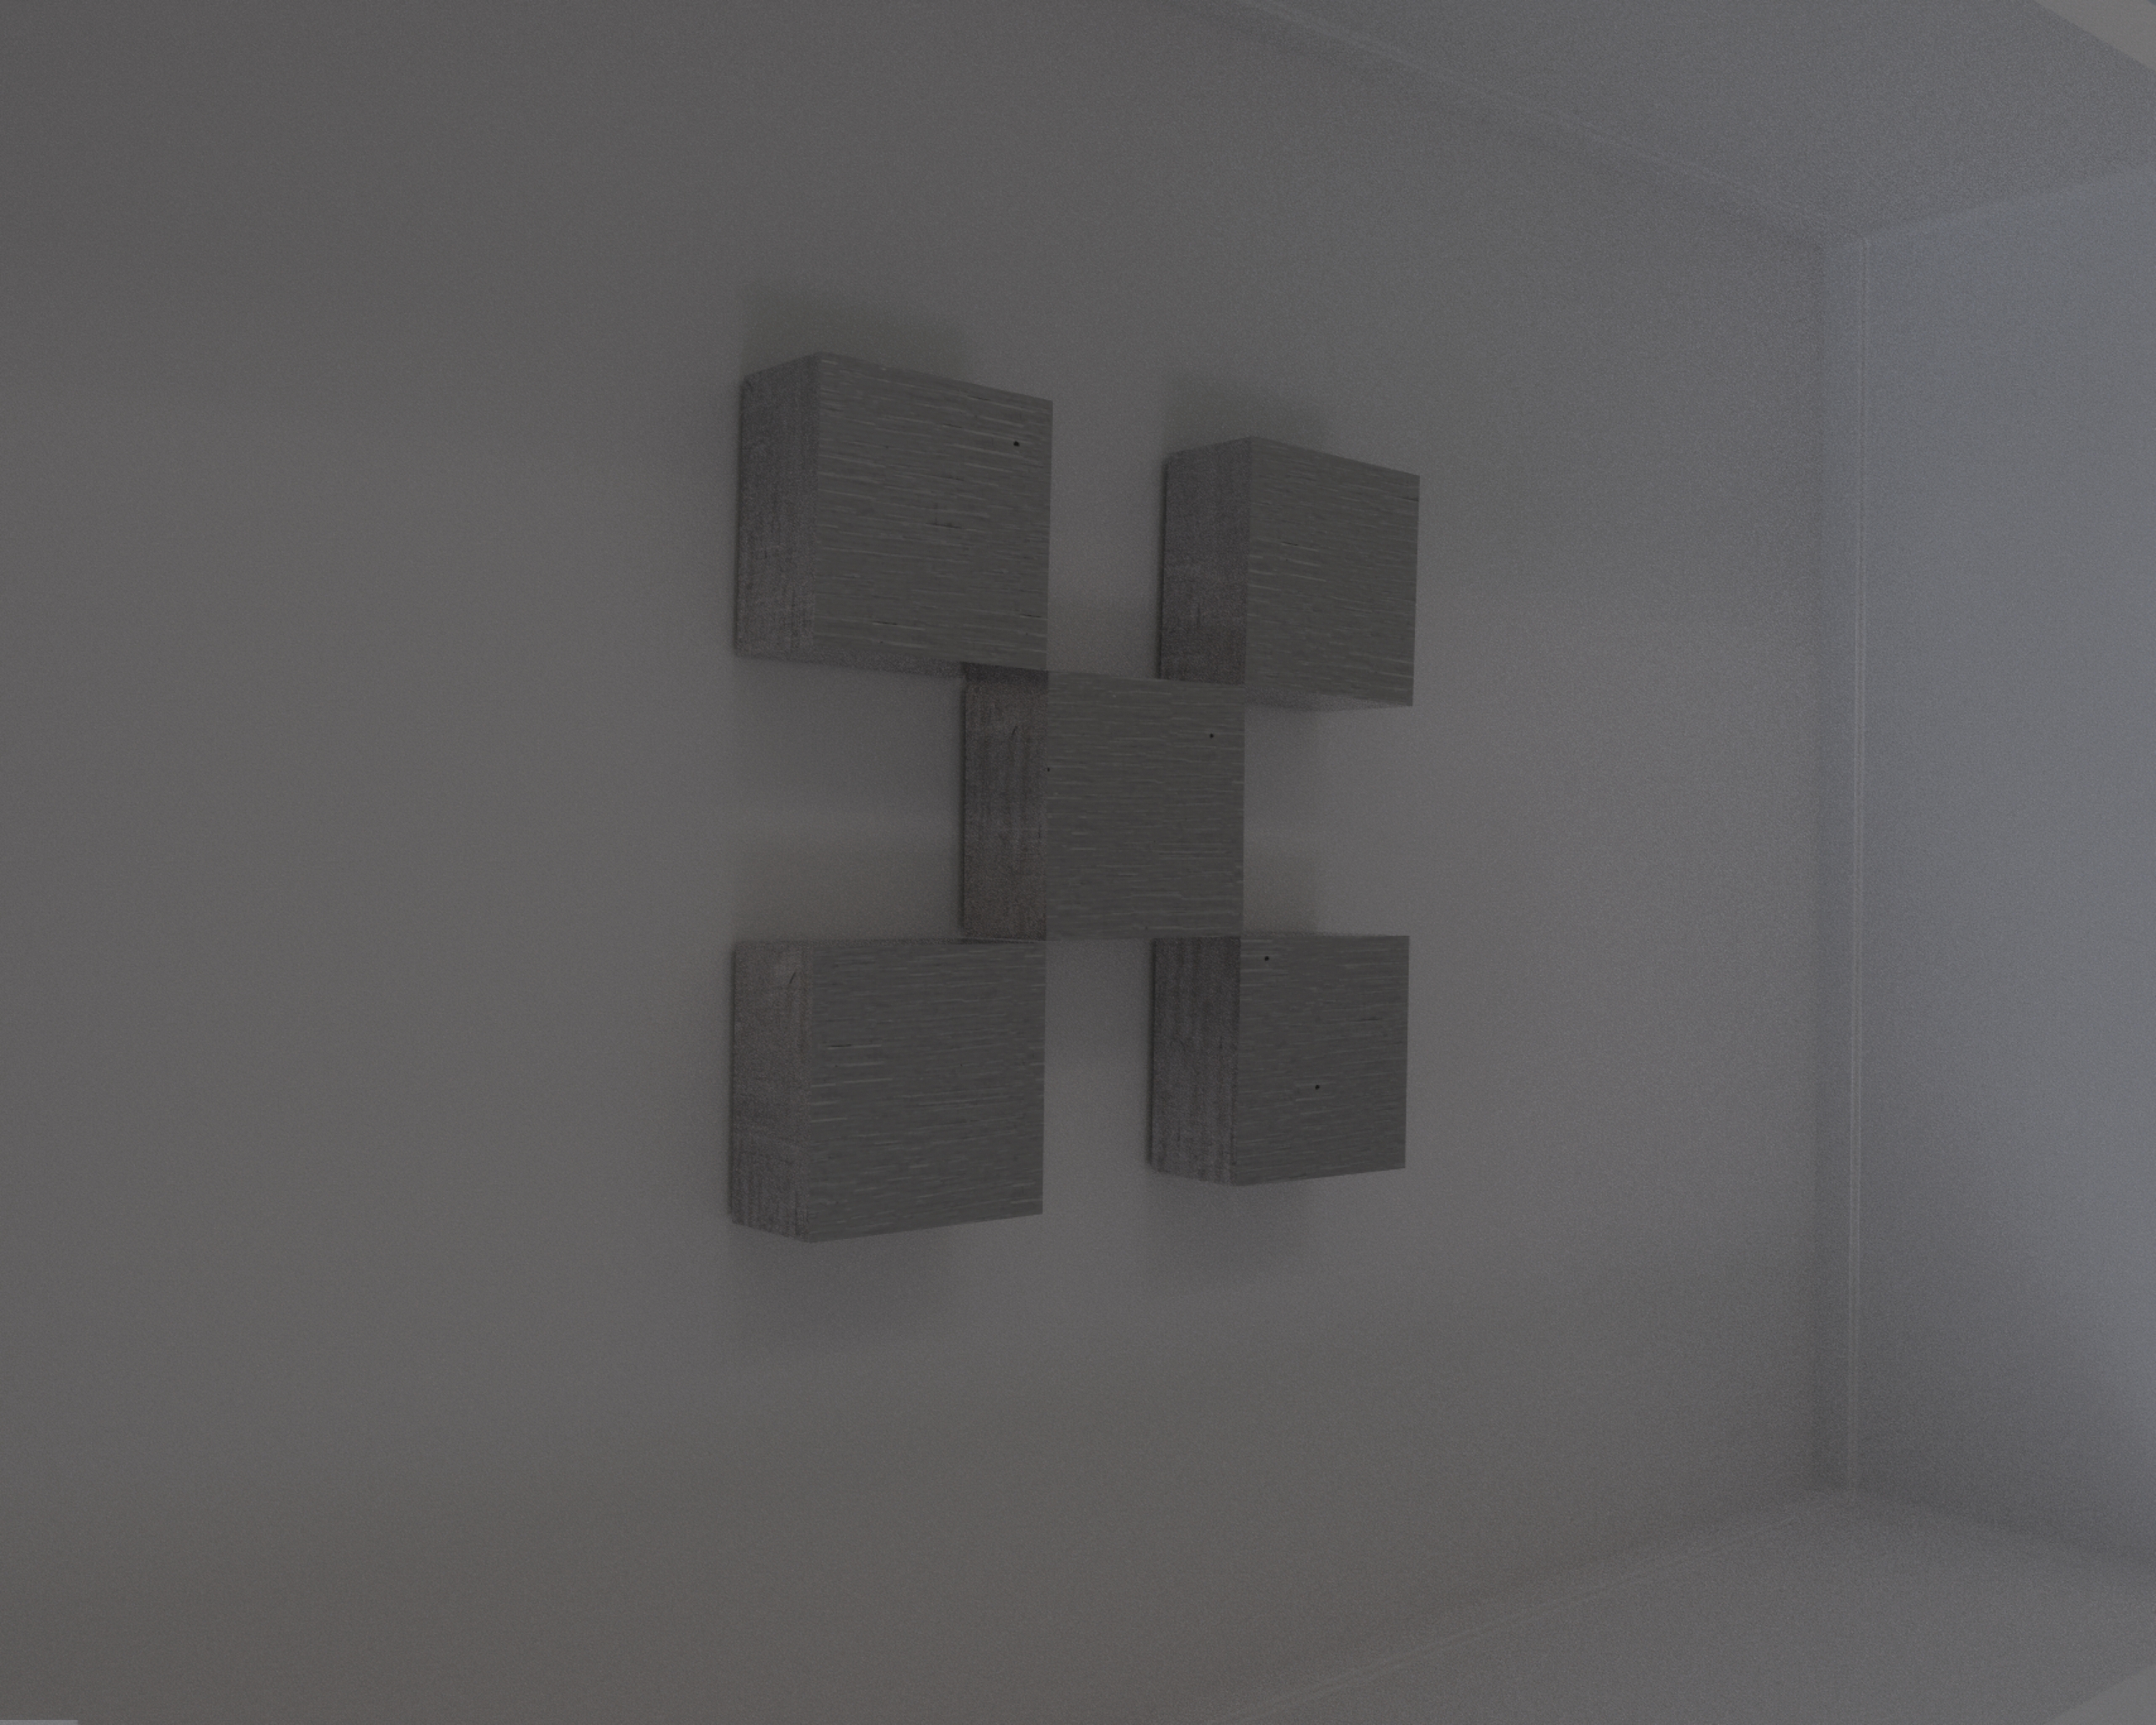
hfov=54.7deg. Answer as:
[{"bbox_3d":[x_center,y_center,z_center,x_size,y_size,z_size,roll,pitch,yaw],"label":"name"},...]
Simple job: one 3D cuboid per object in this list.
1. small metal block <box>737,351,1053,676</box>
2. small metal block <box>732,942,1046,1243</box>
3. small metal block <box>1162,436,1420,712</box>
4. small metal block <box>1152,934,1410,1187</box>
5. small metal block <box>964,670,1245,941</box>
[{"bbox_3d":[-0.033,-0.061,0.376,0.050,0.025,0.050,2,89,-40],"label":"small metal block"},{"bbox_3d":[-0.034,0.039,0.376,0.050,0.025,0.050,1,90,-40],"label":"small metal block"},{"bbox_3d":[0.045,-0.059,0.441,0.050,0.025,0.050,3,88,-40],"label":"small metal block"},{"bbox_3d":[0.043,0.040,0.440,0.050,0.025,0.050,2,89,-40],"label":"small metal block"},{"bbox_3d":[0.006,-0.010,0.408,0.050,0.025,0.050,1,90,-40],"label":"small metal block"}]
